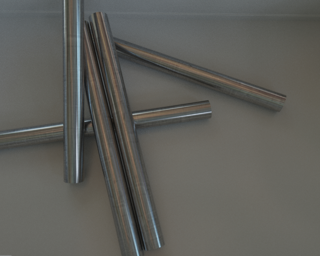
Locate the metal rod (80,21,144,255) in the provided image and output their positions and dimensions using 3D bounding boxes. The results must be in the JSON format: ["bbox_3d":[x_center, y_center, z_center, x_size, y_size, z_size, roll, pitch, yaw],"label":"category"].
[{"bbox_3d":[-0.068,0.007,0.382,0.025,0.025,0.299,-14,80,-5],"label":"metal rod"}]

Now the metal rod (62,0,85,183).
[{"bbox_3d":[-0.104,-0.083,0.374,0.025,0.025,0.298,1,95,0],"label":"metal rod"}]

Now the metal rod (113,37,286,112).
[{"bbox_3d":[0.027,-0.085,0.440,0.301,0.025,0.025,20,71,7],"label":"metal rod"}]

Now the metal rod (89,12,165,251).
[{"bbox_3d":[-0.044,-0.004,0.385,0.025,0.025,0.299,-14,80,-5],"label":"metal rod"}]

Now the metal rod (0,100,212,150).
[{"bbox_3d":[-0.082,-0.003,0.409,0.302,0.025,0.025,-9,70,-3],"label":"metal rod"}]
